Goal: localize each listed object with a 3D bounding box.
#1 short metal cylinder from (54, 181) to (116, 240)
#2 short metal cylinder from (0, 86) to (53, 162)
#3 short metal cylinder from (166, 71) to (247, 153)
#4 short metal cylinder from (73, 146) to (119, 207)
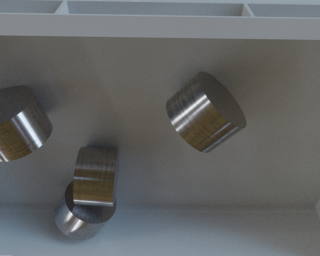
[{"bbox_3d":[-0.115,0.122,0.476,0.080,0.080,0.050,23,126,-19],"label":"short metal cylinder"},{"bbox_3d":[-0.176,-0.007,0.366,0.080,0.080,0.050,-9,130,7],"label":"short metal cylinder"},{"bbox_3d":[0.053,-0.018,0.358,0.080,0.080,0.050,35,122,-26],"label":"short metal cylinder"},{"bbox_3d":[-0.086,0.067,0.429,0.050,0.080,0.079,5,130,-4],"label":"short metal cylinder"}]
